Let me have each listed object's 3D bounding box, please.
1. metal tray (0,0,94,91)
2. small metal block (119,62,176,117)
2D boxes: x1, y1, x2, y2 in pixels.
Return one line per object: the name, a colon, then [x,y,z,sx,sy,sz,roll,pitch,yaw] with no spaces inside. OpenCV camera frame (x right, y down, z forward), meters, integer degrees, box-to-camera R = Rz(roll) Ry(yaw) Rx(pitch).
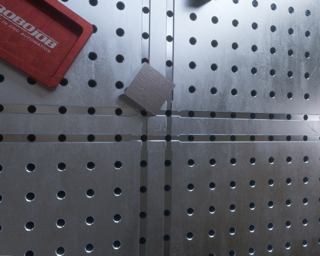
metal tray: [-0.155,-0.114,0.352,0.130,0.030,0.090,33,79,-17]
small metal block: [-0.016,-0.050,0.406,0.050,0.025,0.050,35,79,-17]
